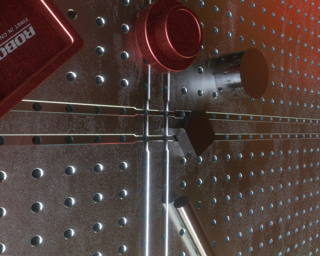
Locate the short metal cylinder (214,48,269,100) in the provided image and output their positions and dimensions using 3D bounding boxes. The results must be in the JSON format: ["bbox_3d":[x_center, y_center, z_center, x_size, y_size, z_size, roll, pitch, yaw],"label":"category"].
[{"bbox_3d":[0.134,-0.087,0.508,0.081,0.050,0.079,0,90,-40],"label":"short metal cylinder"}]

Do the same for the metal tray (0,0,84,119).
[{"bbox_3d":[-0.146,-0.074,0.284,0.130,0.030,0.090,-52,121,-27],"label":"metal tray"}]

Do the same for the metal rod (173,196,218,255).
[{"bbox_3d":[0.091,0.230,0.488,0.025,0.025,0.299,-40,114,-33],"label":"metal rod"}]

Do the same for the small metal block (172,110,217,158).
[{"bbox_3d":[0.051,0.008,0.455,0.050,0.025,0.050,-40,115,-33],"label":"small metal block"}]

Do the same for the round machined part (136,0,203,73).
[{"bbox_3d":[0.020,-0.125,0.417,0.099,0.042,0.097,0,90,-40],"label":"round machined part"}]
